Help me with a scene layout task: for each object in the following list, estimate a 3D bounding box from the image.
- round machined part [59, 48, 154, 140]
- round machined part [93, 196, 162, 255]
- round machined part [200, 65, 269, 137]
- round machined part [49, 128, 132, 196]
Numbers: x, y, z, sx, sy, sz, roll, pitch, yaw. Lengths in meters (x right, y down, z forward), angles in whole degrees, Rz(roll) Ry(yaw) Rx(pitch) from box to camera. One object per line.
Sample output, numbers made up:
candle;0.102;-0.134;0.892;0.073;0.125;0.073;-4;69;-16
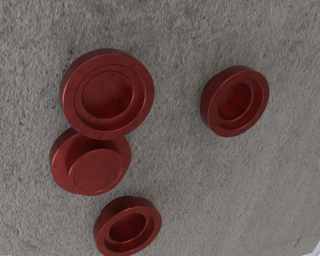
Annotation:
round machined part;-0.059;-0.039;0.338;0.099;0.042;0.097;-14;123;-22
round machined part;-0.050;0.139;0.454;0.099;0.042;0.097;-14;124;-21
round machined part;0.097;-0.039;0.424;0.099;0.042;0.097;-14;124;-21
round machined part;-0.081;0.044;0.379;0.099;0.042;0.097;-14;124;-21
